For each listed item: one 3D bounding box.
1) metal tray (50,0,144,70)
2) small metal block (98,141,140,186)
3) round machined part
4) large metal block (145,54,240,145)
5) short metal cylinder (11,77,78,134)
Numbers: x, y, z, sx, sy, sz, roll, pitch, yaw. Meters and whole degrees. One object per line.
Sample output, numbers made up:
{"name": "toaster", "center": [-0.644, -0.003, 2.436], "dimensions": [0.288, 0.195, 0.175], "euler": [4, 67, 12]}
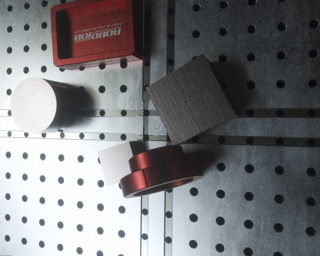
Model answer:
{"name": "metal tray", "center": [-0.091, -0.137, 0.442], "dimensions": [0.130, 0.030, 0.089], "euler": [-4, 89, 19]}
{"name": "small metal block", "center": [-0.053, 0.049, 0.431], "dimensions": [0.050, 0.025, 0.050], "euler": [-18, 84, 19]}
{"name": "round machined part", "center": [0.000, 0.051, 0.375], "dimensions": [0.098, 0.098, 0.042], "euler": [-21, 73, 19]}
{"name": "large metal block", "center": [0.041, -0.032, 0.385], "dimensions": [0.080, 0.050, 0.080], "euler": [-29, 81, 17]}
{"name": "short metal cylinder", "center": [-0.171, -0.032, 0.460], "dimensions": [0.080, 0.050, 0.080], "euler": [0, 90, 20]}
